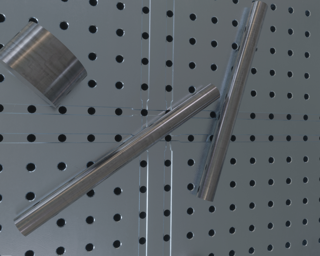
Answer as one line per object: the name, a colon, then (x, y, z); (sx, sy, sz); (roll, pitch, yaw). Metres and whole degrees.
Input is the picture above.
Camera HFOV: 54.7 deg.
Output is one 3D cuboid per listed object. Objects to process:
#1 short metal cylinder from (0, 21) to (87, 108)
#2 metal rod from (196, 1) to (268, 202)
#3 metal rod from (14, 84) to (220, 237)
short metal cylinder: (-0.127, -0.067, 0.336); (0.080, 0.080, 0.050); (43, 77, -15)
metal rod: (0.106, -0.042, 0.451); (0.025, 0.025, 0.299); (19, 84, -19)
metal rod: (-0.041, 0.031, 0.397); (0.301, 0.025, 0.025); (-35, 102, -17)
